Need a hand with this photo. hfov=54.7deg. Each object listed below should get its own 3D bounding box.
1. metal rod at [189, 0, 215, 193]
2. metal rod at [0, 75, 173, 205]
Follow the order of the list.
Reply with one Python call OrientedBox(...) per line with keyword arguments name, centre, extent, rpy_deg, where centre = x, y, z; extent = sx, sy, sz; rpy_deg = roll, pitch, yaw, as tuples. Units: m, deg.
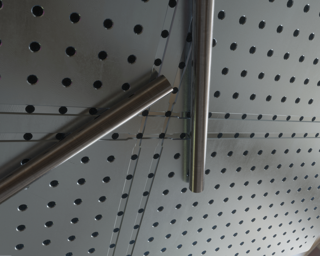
OrientedBox(name="metal rod", centre=(0.054, -0.028, 0.425), extent=(0.025, 0.025, 0.298), rpy_deg=(-16, 125, -20))
OrientedBox(name="metal rod", centre=(-0.115, 0.028, 0.366), extent=(0.301, 0.025, 0.025), rpy_deg=(-34, 129, -6))
